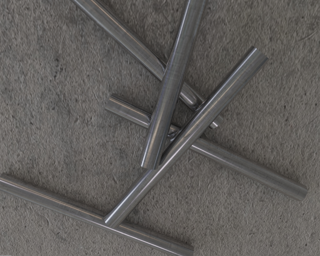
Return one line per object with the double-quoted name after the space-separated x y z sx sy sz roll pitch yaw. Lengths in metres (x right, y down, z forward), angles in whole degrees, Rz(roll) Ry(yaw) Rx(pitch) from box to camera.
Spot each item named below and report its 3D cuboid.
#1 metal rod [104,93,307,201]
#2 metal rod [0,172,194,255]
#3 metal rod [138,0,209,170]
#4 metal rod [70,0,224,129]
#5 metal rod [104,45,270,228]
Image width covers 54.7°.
0.068 0.030 0.421 0.301 0.025 0.025 25 108 -9 "metal rod"
-0.089 0.135 0.458 0.301 0.025 0.025 24 108 -9 "metal rod"
0.027 -0.094 0.353 0.025 0.025 0.298 15 101 -6 "metal rod"
-0.035 -0.103 0.371 0.300 0.025 0.025 41 105 -14 "metal rod"
0.021 0.025 0.391 0.025 0.025 0.299 35 110 -12 "metal rod"
